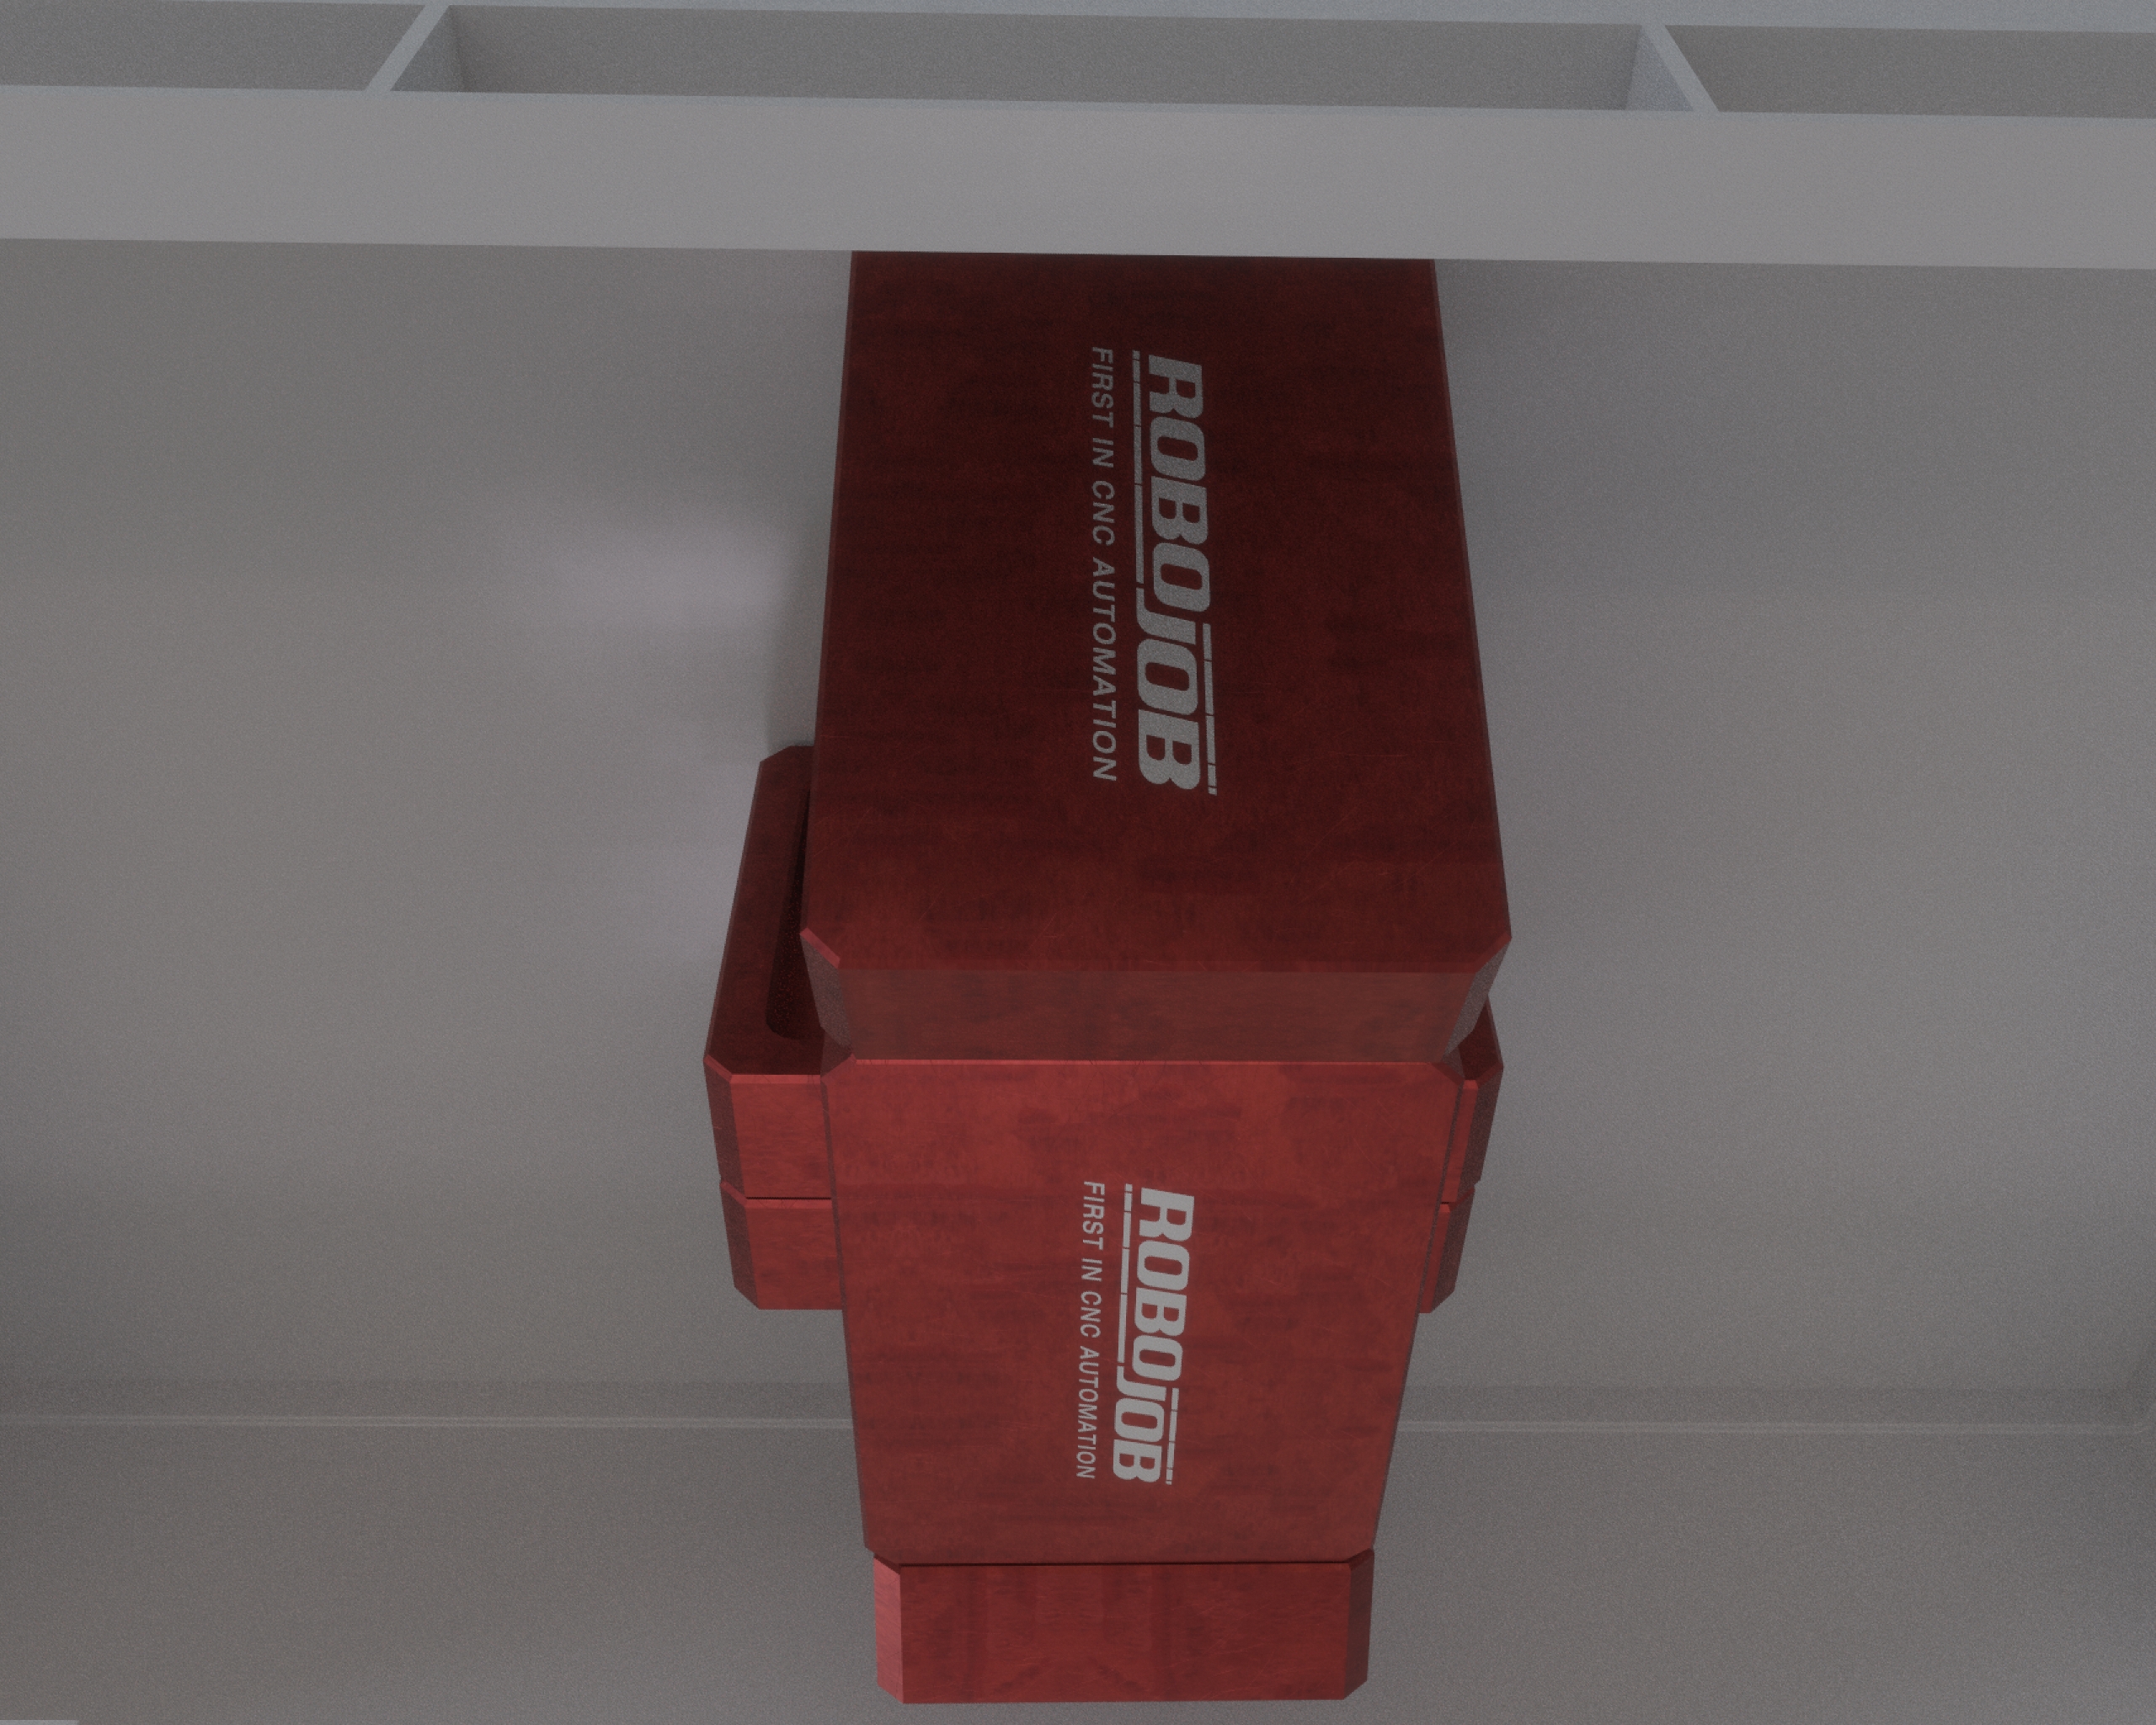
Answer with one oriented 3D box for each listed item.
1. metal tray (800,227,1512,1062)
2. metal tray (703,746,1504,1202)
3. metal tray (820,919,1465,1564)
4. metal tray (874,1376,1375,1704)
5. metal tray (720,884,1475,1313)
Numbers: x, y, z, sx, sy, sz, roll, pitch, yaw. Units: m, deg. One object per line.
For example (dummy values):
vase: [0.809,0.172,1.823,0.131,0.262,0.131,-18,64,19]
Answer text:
metal tray: [0.010,-0.036,0.307,0.091,0.130,0.030,1,150,-1]
metal tray: [0.004,0.018,0.380,0.131,0.090,0.030,1,130,-1]
metal tray: [0.008,0.067,0.342,0.091,0.030,0.129,0,130,-1]
metal tray: [0.008,0.119,0.438,0.091,0.130,0.030,0,109,-1]
metal tray: [0.003,0.041,0.400,0.131,0.090,0.030,1,130,-1]
